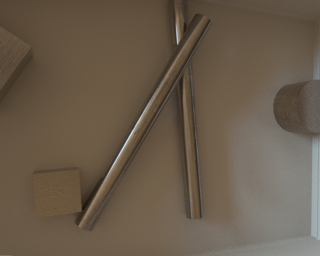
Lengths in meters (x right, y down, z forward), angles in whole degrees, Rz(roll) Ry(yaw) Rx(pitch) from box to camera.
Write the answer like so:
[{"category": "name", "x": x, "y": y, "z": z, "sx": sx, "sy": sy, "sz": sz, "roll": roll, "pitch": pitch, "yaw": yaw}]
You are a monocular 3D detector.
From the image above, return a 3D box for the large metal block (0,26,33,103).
[{"category": "large metal block", "x": -0.194, "y": -0.072, "z": 0.325, "sx": 0.080, "sy": 0.050, "sz": 0.080, "roll": 33, "pitch": 79, "yaw": -17}]

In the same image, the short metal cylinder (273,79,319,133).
[{"category": "short metal cylinder", "x": 0.227, "y": -0.032, "z": 0.483, "sx": 0.081, "sy": 0.050, "sz": 0.079, "roll": 0, "pitch": 90, "yaw": -21}]

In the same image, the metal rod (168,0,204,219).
[{"category": "metal rod", "x": 0.037, "y": -0.026, "z": 0.425, "sx": 0.025, "sy": 0.025, "sz": 0.298, "roll": -6, "pitch": 92, "yaw": -20}]

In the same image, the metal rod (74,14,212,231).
[{"category": "metal rod", "x": -0.019, "y": -0.010, "z": 0.388, "sx": 0.025, "sy": 0.025, "sz": 0.299, "roll": 31, "pitch": 85, "yaw": -18}]

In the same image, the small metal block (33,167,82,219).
[{"category": "small metal block", "x": -0.121, "y": 0.075, "z": 0.366, "sx": 0.050, "sy": 0.025, "sz": 0.050, "roll": -4, "pitch": 91, "yaw": -20}]
